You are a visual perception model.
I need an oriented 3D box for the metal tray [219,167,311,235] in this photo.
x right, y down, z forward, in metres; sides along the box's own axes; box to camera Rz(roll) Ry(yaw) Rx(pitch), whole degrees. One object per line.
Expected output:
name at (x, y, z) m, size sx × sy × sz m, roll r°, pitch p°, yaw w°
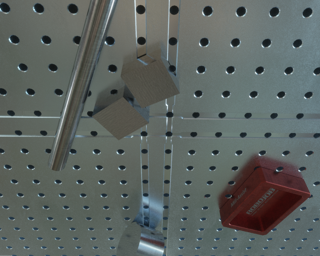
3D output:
metal tray at (0.170, 0.126, 0.517) m, size 0.091 × 0.030 × 0.129 m, roll 17°, pitch 128°, yaw -14°

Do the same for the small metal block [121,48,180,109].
small metal block at (-0.010, -0.057, 0.363) m, size 0.050 × 0.025 × 0.050 m, roll -21°, pitch 127°, yaw 16°

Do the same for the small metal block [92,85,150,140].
small metal block at (-0.049, -0.018, 0.396) m, size 0.050 × 0.025 × 0.050 m, roll -29°, pitch 125°, yaw 22°

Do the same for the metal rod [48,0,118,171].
metal rod at (-0.095, -0.052, 0.366) m, size 0.025 × 0.025 × 0.298 m, roll 17°, pitch 128°, yaw -15°

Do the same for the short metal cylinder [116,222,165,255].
short metal cylinder at (-0.036, 0.217, 0.560) m, size 0.050 × 0.080 × 0.080 m, roll 29°, pitch 124°, yaw -23°
